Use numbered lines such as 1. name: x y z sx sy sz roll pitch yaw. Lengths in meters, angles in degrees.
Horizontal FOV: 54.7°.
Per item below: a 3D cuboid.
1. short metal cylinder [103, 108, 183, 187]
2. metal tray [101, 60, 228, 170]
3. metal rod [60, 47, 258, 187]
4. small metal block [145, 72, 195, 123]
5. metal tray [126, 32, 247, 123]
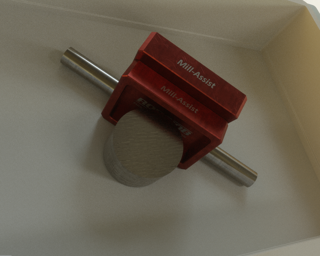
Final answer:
1. short metal cylinder: -0.020 0.024 0.356 0.081 0.050 0.080 9 66 -19
2. metal tray: 0.003 -0.010 0.371 0.130 0.090 0.030 34 51 -7
3. metal rod: 0.003 -0.011 0.415 0.301 0.025 0.025 34 51 -6
4. small metal block: 0.015 -0.043 0.440 0.050 0.025 0.050 35 51 -5
5. metal tray: 0.026 -0.047 0.374 0.130 0.090 0.030 34 68 -7
